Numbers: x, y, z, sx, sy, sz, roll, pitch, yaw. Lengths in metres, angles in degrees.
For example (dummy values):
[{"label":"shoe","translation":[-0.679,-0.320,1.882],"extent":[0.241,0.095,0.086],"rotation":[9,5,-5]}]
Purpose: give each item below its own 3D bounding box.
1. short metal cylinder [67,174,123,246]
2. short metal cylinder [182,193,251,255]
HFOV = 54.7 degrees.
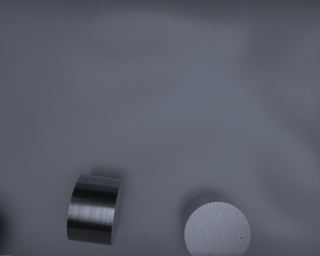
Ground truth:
[{"label":"short metal cylinder","translation":[-0.077,0.100,0.383],"extent":[0.050,0.080,0.080],"rotation":[8,90,0]},{"label":"short metal cylinder","translation":[0.070,0.129,0.400],"extent":[0.081,0.050,0.079],"rotation":[0,90,-1]}]
